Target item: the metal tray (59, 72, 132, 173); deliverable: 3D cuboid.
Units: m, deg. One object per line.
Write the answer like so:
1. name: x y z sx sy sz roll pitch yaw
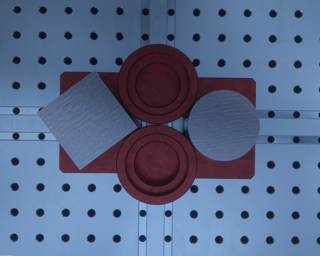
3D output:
1. metal tray: -0.083 -0.007 0.410 0.091 0.030 0.129 1 90 -2

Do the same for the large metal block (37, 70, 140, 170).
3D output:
1. large metal block: -0.081 -0.009 0.370 0.080 0.050 0.080 -37 90 0

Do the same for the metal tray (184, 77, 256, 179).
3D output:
1. metal tray: 0.077 0.000 0.409 0.091 0.030 0.129 1 90 0

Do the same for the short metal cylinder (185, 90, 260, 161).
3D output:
1. short metal cylinder: 0.071 -0.003 0.370 0.081 0.050 0.079 0 90 0

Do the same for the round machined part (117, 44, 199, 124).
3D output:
1. round machined part: -0.002 -0.054 0.396 0.099 0.042 0.097 0 90 0

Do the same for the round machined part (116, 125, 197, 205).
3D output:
1. round machined part: -0.004 0.045 0.396 0.099 0.042 0.097 0 90 0
